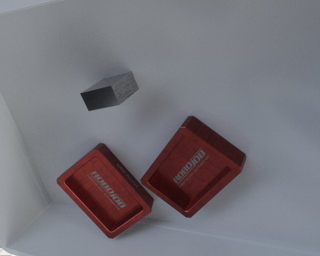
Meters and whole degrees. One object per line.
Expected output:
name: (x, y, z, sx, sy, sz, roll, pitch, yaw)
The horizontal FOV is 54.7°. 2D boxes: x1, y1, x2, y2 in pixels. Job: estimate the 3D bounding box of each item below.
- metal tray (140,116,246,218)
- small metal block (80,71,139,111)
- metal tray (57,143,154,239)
metal tray: (0.040, 0.057, 0.418, 0.090, 0.030, 0.129, 37, 129, 3)
small metal block: (-0.063, -0.047, 0.395, 0.050, 0.050, 0.025, -8, 114, 31)
metal tray: (-0.085, 0.100, 0.487, 0.090, 0.030, 0.130, -38, 98, 14)
